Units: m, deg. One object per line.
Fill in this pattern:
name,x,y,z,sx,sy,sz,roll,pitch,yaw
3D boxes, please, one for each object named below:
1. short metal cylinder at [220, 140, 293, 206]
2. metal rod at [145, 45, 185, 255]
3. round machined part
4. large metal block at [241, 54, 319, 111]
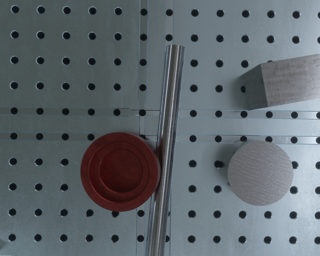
short metal cylinder,0.123,0.055,0.403,0.081,0.050,0.079,0,90,-1
metal rod,0.006,0.041,0.413,0.025,0.025,0.298,6,90,-1
round machined part,-0.048,0.054,0.399,0.099,0.042,0.097,0,89,8
large metal block,0.157,-0.055,0.388,0.080,0.080,0.050,-10,90,0
